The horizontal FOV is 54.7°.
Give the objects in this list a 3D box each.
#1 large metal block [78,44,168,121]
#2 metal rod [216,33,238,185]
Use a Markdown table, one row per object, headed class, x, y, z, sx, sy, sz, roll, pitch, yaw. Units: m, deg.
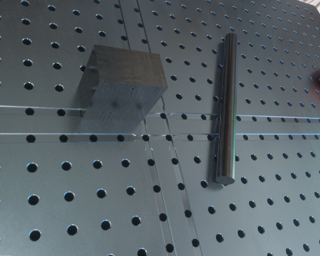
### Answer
| class | x | y | z | sx | sy | sz | roll | pitch | yaw |
| --- | --- | --- | --- | --- | --- | --- | --- | --- | --- |
| large metal block | -0.048 | -0.051 | 0.379 | 0.081 | 0.080 | 0.050 | 1 | 61 | -28 |
| metal rod | 0.111 | -0.050 | 0.500 | 0.025 | 0.025 | 0.300 | 22 | 53 | -15 |
